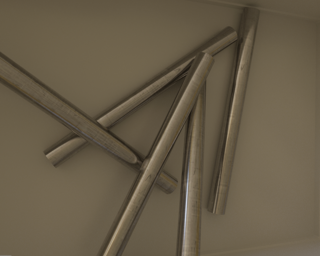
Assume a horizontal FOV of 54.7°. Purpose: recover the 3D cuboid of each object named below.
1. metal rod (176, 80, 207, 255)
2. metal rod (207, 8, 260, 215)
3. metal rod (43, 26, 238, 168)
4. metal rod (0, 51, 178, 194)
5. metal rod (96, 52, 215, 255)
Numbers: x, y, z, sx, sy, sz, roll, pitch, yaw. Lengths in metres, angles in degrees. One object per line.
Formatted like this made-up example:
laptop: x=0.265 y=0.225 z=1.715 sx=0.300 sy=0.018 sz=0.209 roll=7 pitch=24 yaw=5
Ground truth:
metal rod: x=0.037 y=0.063 z=0.358 sx=0.025 sy=0.025 sz=0.300 roll=18 pitch=59 yaw=-19
metal rod: x=0.108 y=-0.027 z=0.449 sx=0.025 sy=0.025 sz=0.298 roll=12 pitch=86 yaw=-20
metal rod: x=-0.013 y=-0.049 z=0.405 sx=0.301 sy=0.025 sz=0.025 roll=-37 pitch=102 yaw=-16
metal rod: x=-0.088 y=-0.005 z=0.345 sx=0.301 sy=0.025 sz=0.025 roll=39 pitch=78 yaw=-28
metal rod: x=-0.005 y=0.039 z=0.370 sx=0.025 sy=0.025 sz=0.300 roll=31 pitch=76 yaw=-18
